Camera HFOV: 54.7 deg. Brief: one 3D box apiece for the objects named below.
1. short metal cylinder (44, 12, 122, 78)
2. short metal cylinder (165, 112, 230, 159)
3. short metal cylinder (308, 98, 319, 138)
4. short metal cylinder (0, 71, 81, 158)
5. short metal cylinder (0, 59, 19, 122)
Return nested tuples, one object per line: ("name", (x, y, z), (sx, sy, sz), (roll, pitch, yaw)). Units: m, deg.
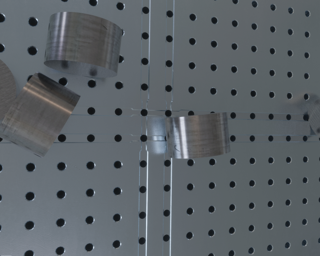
("short metal cylinder", (-0.086, -0.091, 0.351), (0.081, 0.080, 0.050), (7, 88, -20))
("short metal cylinder", (0.048, 0.008, 0.401), (0.081, 0.080, 0.050), (-7, 93, -20))
("short metal cylinder", (0.285, -0.019, 0.488), (0.050, 0.080, 0.080), (-26, 99, -18))
("short metal cylinder", (-0.129, -0.014, 0.335), (0.050, 0.080, 0.080), (32, 80, -18))
("short metal cylinder", (-0.194, -0.039, 0.328), (0.081, 0.050, 0.079), (0, 90, -20))
